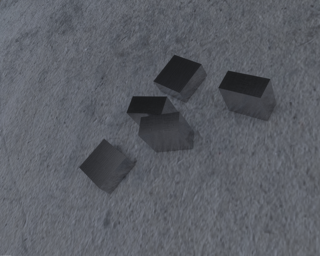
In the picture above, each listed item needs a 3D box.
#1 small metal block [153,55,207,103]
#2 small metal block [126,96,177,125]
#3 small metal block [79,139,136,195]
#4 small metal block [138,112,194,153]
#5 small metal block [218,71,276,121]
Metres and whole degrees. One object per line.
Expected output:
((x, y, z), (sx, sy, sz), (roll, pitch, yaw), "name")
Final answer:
((0.028, -0.069, 0.430), (0.050, 0.025, 0.050), (30, 78, 37), "small metal block")
((-0.006, -0.017, 0.400), (0.050, 0.050, 0.025), (4, 63, 29), "small metal block")
((-0.070, 0.050, 0.408), (0.050, 0.025, 0.050), (34, 80, 38), "small metal block")
((0.009, 0.007, 0.378), (0.050, 0.050, 0.025), (-7, 59, 24), "small metal block")
((0.101, -0.037, 0.357), (0.050, 0.050, 0.025), (20, 73, 35), "small metal block")
